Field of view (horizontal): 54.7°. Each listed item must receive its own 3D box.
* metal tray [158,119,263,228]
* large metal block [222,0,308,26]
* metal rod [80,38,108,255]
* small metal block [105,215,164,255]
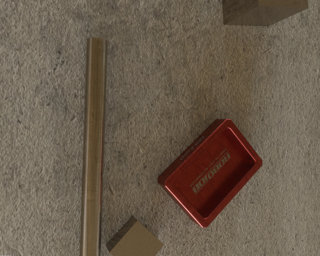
[{"bbox_3d":[0.073,0.060,0.434,0.130,0.030,0.090,-44,104,-15],"label":"metal tray"},{"bbox_3d":[0.144,-0.181,0.434,0.081,0.080,0.050,-6,92,-20],"label":"large metal block"},{"bbox_3d":[-0.082,0.042,0.379,0.025,0.025,0.298,2,89,-20],"label":"metal rod"},{"bbox_3d":[-0.032,0.151,0.398,0.050,0.025,0.050,47,75,-14],"label":"small metal block"}]
